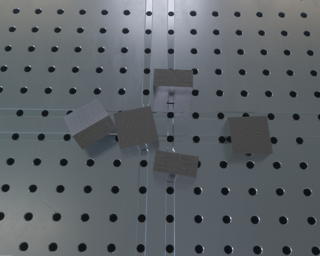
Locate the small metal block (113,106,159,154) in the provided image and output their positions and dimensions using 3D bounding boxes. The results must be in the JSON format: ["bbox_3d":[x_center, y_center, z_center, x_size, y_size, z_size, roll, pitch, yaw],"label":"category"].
[{"bbox_3d":[-0.031,0.003,0.411,0.050,0.025,0.050,-12,71,-5],"label":"small metal block"}]

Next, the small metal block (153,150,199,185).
[{"bbox_3d":[0.019,0.050,0.381,0.050,0.050,0.025,8,71,3],"label":"small metal block"}]

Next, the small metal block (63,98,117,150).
[{"bbox_3d":[-0.091,-0.006,0.402,0.050,0.025,0.050,-31,41,-10],"label":"small metal block"}]

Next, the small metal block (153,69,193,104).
[{"bbox_3d":[0.017,-0.056,0.419,0.050,0.050,0.025,3,70,1],"label":"small metal block"}]

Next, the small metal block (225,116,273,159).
[{"bbox_3d":[0.115,0.013,0.408,0.050,0.025,0.050,-2,70,-1],"label":"small metal block"}]
